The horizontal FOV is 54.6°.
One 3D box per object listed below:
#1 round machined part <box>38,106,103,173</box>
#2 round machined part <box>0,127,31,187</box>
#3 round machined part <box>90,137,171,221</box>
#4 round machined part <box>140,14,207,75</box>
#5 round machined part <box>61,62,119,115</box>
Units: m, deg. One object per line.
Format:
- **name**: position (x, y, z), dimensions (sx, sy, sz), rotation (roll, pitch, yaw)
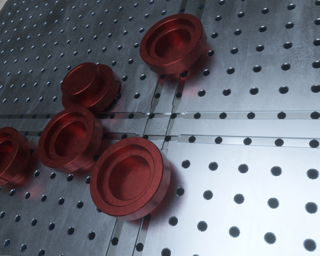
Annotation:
- **round machined part**: position (-0.125, 0.020, 0.452), dimensions (0.098, 0.042, 0.098), rotation (-13, 56, 21)
- **round machined part**: position (-0.249, 0.050, 0.499), dimensions (0.098, 0.042, 0.098), rotation (-13, 56, 21)
- **round machined part**: position (-0.032, 0.063, 0.376), dimensions (0.098, 0.042, 0.098), rotation (-13, 56, 21)
- **round machined part**: position (0.023, -0.118, 0.459), dimensions (0.098, 0.042, 0.098), rotation (-13, 56, 21)
- **round machined part**: position (-0.118, -0.067, 0.497), dimensions (0.098, 0.042, 0.098), rotation (-15, 51, 19)
